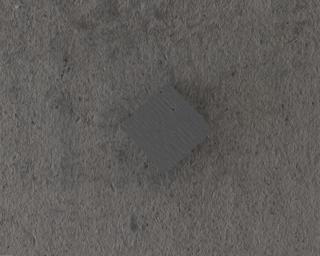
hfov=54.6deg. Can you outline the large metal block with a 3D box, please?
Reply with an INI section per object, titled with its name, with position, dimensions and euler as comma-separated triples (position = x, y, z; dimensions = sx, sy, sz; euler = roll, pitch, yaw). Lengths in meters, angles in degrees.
[large metal block]
position = 0.008, 0.000, 0.398
dimensions = 0.080, 0.050, 0.080
euler = -43, 90, 0
